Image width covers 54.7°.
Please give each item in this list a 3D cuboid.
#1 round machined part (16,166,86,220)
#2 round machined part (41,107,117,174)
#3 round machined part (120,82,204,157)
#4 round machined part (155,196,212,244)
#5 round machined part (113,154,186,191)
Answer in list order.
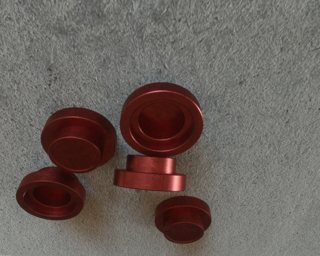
[{"bbox_3d":[-0.163,0.097,0.477,0.099,0.042,0.097,0,130,0],"label":"round machined part"},{"bbox_3d":[-0.109,0.023,0.415,0.099,0.042,0.097,0,130,0],"label":"round machined part"},{"bbox_3d":[0.002,-0.014,0.381,0.099,0.042,0.097,-1,126,-1],"label":"round machined part"},{"bbox_3d":[0.040,0.164,0.536,0.099,0.042,0.097,0,130,0],"label":"round machined part"},{"bbox_3d":[-0.013,0.060,0.424,0.099,0.042,0.098,5,174,1],"label":"round machined part"}]
